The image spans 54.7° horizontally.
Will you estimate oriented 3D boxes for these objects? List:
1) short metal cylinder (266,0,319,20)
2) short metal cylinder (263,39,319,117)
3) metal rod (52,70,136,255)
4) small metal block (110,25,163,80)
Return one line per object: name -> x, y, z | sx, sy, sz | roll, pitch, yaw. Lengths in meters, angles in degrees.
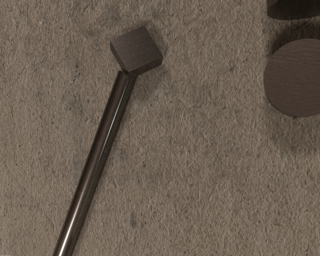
short metal cylinder -> 0.154, -0.153, 0.326 | 0.080, 0.080, 0.050 | -3, 89, 19
short metal cylinder -> 0.157, -0.052, 0.341 | 0.080, 0.050, 0.079 | 0, 90, 19
metal rod -> -0.098, 0.064, 0.442 | 0.025, 0.025, 0.298 | 23, 97, 18
small metal block -> -0.031, -0.099, 0.407 | 0.050, 0.025, 0.050 | -28, 80, -13
